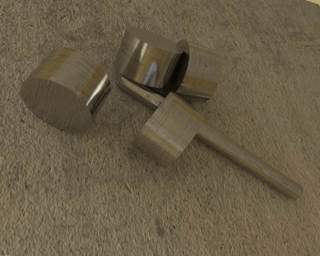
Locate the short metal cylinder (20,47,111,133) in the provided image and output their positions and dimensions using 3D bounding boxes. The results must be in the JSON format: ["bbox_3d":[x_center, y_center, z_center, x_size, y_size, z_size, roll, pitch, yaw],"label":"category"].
[{"bbox_3d":[-0.101,-0.040,0.338,0.080,0.080,0.050,29,52,-10],"label":"short metal cylinder"}]

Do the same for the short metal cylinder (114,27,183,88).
[{"bbox_3d":[-0.016,-0.096,0.417,0.080,0.050,0.080,20,26,-10],"label":"short metal cylinder"}]

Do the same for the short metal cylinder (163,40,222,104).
[{"bbox_3d":[0.044,-0.079,0.440,0.050,0.080,0.080,12,57,-22],"label":"short metal cylinder"}]

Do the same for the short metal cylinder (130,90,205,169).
[{"bbox_3d":[0.009,0.002,0.372,0.050,0.080,0.080,38,51,-3],"label":"short metal cylinder"}]

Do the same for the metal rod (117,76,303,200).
[{"bbox_3d":[0.075,0.014,0.435,0.301,0.025,0.025,33,51,-7],"label":"metal rod"}]
